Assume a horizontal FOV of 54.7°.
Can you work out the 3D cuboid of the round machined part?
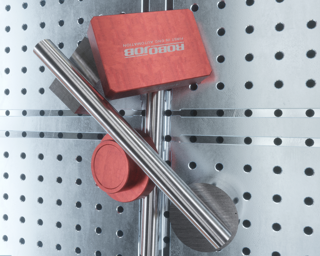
[{"bbox_3d":[-0.052,0.049,0.404,0.098,0.042,0.097,0,90,37],"label":"round machined part"}]

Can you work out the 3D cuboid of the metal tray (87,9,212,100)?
[{"bbox_3d":[-0.011,-0.090,0.371,0.131,0.030,0.090,-14,83,-23],"label":"metal tray"}]

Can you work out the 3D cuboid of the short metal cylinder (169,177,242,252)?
[{"bbox_3d":[0.058,0.103,0.379,0.080,0.050,0.079,0,90,19],"label":"short metal cylinder"}]

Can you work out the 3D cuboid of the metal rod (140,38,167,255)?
[{"bbox_3d":[-0.008,0.020,0.414,0.025,0.025,0.298,3,91,19],"label":"metal rod"}]

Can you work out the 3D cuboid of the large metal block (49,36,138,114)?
[{"bbox_3d":[-0.084,-0.064,0.413,0.050,0.080,0.080,43,103,14],"label":"large metal block"}]

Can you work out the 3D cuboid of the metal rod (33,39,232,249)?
[{"bbox_3d":[-0.035,0.013,0.349,0.300,0.025,0.025,46,104,5],"label":"metal rod"}]
